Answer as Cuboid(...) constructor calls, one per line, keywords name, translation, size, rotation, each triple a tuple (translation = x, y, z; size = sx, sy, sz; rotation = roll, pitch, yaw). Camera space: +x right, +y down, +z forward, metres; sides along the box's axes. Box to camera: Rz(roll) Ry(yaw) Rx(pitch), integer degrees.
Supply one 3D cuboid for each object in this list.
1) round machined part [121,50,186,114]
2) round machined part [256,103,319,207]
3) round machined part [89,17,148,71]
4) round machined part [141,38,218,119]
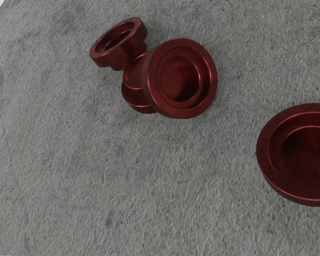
Cuboid(name="round machined part", translation=(-0.014, -0.073, 0.445), size=(0.098, 0.042, 0.098), rotation=(-13, 56, 21))
Cuboid(name="round machined part", translation=(0.147, 0.028, 0.299), size=(0.098, 0.042, 0.098), rotation=(-13, 56, 21))
Cuboid(name="round machined part", translation=(-0.060, -0.129, 0.493), size=(0.098, 0.042, 0.098), rotation=(-23, 37, 20))
Cuboid(name="round machined part", translation=(0.021, -0.060, 0.392), size=(0.098, 0.098, 0.042), rotation=(-58, 24, -13))
